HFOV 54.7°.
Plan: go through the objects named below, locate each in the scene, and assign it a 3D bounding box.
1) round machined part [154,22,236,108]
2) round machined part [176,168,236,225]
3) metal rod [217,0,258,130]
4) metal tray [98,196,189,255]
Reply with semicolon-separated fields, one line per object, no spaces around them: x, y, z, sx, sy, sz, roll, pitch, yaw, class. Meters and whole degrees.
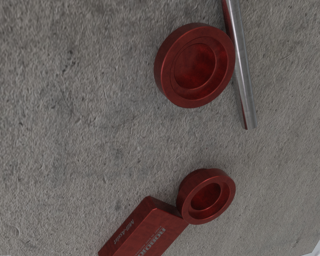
0.037;-0.076;0.369;0.099;0.042;0.097;-14;124;-21;round machined part
0.069;0.104;0.498;0.099;0.042;0.097;-14;124;-21;round machined part
0.093;-0.114;0.387;0.025;0.025;0.299;-30;129;-9;metal rod
-0.025;0.178;0.500;0.090;0.030;0.130;34;99;-39;metal tray
